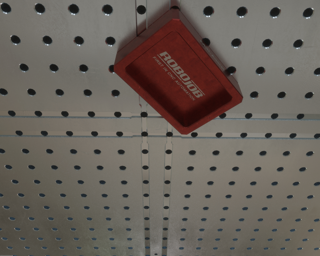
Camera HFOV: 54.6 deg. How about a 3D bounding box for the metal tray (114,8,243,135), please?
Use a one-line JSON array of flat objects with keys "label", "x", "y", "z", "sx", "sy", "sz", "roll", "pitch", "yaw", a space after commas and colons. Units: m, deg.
[{"label": "metal tray", "x": 0.023, "y": -0.058, "z": 0.359, "sx": 0.090, "sy": 0.030, "sz": 0.130, "roll": -33, "pitch": 123, "yaw": 24}]
